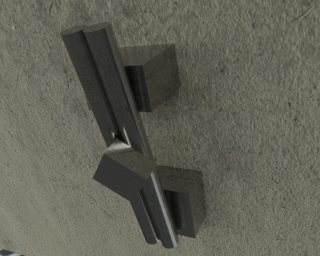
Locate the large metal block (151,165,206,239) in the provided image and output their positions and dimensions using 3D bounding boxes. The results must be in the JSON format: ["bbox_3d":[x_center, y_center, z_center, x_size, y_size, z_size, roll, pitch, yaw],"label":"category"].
[{"bbox_3d":[0.017,0.103,0.446,0.080,0.050,0.079,5,121,25],"label":"large metal block"}]

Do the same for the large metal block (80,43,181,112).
[{"bbox_3d":[-0.032,-0.059,0.353,0.080,0.080,0.050,3,120,26],"label":"large metal block"}]

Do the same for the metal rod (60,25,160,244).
[{"bbox_3d":[-0.043,0.033,0.357,0.025,0.025,0.298,3,127,27],"label":"metal rod"}]

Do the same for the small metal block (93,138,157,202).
[{"bbox_3d":[-0.038,0.046,0.331,0.050,0.025,0.050,32,134,0],"label":"small metal block"}]

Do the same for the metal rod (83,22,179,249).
[{"bbox_3d":[-0.020,0.034,0.346,0.025,0.025,0.298,3,127,27],"label":"metal rod"}]
